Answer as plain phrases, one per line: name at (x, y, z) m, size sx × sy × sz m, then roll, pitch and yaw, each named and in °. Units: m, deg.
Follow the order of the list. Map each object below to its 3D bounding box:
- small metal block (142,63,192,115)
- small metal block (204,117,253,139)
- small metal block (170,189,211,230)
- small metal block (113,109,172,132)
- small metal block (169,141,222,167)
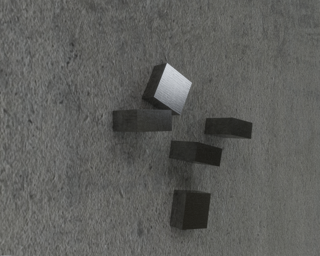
small metal block at (0.010, -0.050, 0.413) m, size 0.050 × 0.025 × 0.050 m, roll 32°, pitch 70°, yaw -36°
small metal block at (0.105, 0.001, 0.476) m, size 0.050 × 0.050 × 0.025 m, roll 11°, pitch 83°, yaw -40°
small metal block at (0.044, 0.116, 0.441) m, size 0.050 × 0.025 × 0.050 m, roll 12°, pitch 82°, yaw -39°
small metal block at (-0.021, -0.009, 0.370) m, size 0.050 × 0.050 × 0.025 m, roll -1°, pitch 91°, yaw -40°
small metal block at (0.049, 0.035, 0.429) m, size 0.050 × 0.050 × 0.025 m, roll 16°, pitch 80°, yaw -39°
